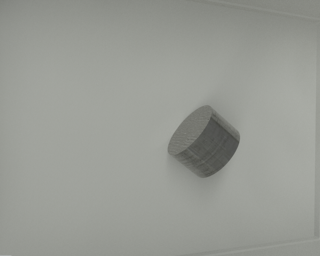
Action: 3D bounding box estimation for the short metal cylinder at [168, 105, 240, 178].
[{"bbox_3d":[0.056,0.017,0.402,0.050,0.080,0.080,40,78,-16],"label":"short metal cylinder"}]
